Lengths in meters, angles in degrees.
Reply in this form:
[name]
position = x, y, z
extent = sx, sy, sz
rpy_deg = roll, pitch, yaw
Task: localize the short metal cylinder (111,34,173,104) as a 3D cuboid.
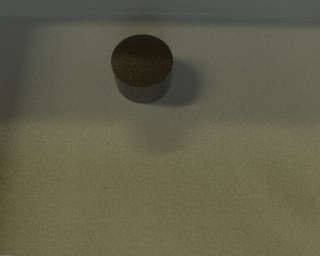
[short metal cylinder]
position = -0.023, -0.080, 0.425
extent = 0.081, 0.050, 0.080
rpy_deg = 0, 70, 0
